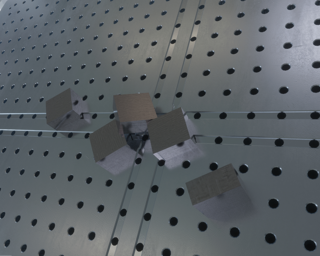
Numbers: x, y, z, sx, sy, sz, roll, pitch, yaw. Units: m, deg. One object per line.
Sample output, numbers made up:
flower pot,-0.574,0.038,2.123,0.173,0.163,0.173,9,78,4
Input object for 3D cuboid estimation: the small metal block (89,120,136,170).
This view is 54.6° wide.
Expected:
small metal block,-0.067,0.021,0.431,0.050,0.025,0.050,-31,52,8

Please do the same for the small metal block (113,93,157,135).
small metal block,-0.035,-0.021,0.425,0.050,0.025,0.050,-6,51,-17

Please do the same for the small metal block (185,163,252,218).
small metal block,0.061,0.066,0.320,0.050,0.050,0.025,-26,53,12

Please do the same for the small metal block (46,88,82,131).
small metal block,-0.159,-0.031,0.513,0.050,0.025,0.050,-27,52,11

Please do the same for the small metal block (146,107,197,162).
small metal block,0.014,0.008,0.397,0.050,0.025,0.050,-24,53,14
